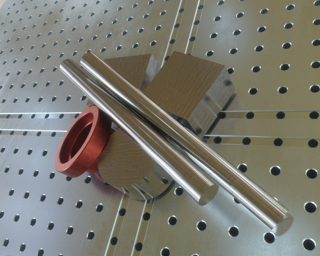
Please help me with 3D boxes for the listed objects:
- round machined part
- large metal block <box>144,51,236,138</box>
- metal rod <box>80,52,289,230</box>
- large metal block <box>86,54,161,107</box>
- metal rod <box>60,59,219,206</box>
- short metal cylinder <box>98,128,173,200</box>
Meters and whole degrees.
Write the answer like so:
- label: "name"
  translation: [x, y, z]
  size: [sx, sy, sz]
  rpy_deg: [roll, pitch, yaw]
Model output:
- label: "round machined part"
  translation: [-0.094, 0.022, 0.414]
  size: [0.098, 0.042, 0.098]
  rpy_deg: [-35, 36, 31]
- label: "large metal block"
  translation: [0.035, -0.043, 0.394]
  size: [0.080, 0.050, 0.080]
  rpy_deg: [27, 77, 37]
- label: "metal rod"
  translation: [0.009, -0.002, 0.352]
  size: [0.300, 0.025, 0.025]
  rpy_deg: [40, 85, 24]
- label: "large metal block"
  translation: [-0.046, -0.054, 0.441]
  size: [0.080, 0.050, 0.080]
  rpy_deg: [1, 62, 28]
- label: "metal rod"
  translation: [-0.047, -0.016, 0.372]
  size: [0.025, 0.025, 0.300]
  rpy_deg: [-47, 52, -4]
- label: "short metal cylinder"
  translation: [-0.027, 0.041, 0.375]
  size: [0.080, 0.050, 0.080]
  rpy_deg: [-13, 56, 21]
